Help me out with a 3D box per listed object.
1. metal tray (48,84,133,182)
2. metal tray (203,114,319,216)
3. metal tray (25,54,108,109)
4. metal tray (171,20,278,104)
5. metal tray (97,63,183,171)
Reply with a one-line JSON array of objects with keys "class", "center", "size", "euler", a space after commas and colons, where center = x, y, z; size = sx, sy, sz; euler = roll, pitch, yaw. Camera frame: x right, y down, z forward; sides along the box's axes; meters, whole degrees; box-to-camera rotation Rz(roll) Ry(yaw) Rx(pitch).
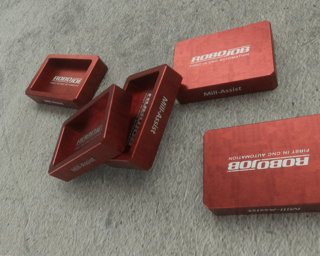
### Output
[{"class": "metal tray", "center": [-0.093, 0.009, 0.408], "size": [0.130, 0.030, 0.090], "euler": [-29, 43, 37]}, {"class": "metal tray", "center": [0.112, 0.039, 0.318], "size": [0.130, 0.030, 0.090], "euler": [-9, 58, 23]}, {"class": "metal tray", "center": [-0.163, -0.082, 0.536], "size": [0.130, 0.030, 0.090], "euler": [10, 67, 32]}, {"class": "metal tray", "center": [0.082, -0.085, 0.410], "size": [0.130, 0.030, 0.090], "euler": [-7, 58, 24]}, {"class": "metal tray", "center": [-0.028, -0.013, 0.398], "size": [0.090, 0.030, 0.130], "euler": [-5, 60, 51]}]
